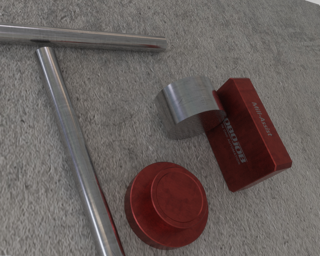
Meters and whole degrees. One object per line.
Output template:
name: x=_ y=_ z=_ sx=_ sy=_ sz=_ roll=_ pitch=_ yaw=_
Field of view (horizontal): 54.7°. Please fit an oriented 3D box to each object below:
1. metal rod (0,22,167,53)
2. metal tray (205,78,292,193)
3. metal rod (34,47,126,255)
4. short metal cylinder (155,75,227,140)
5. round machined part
metal rod: x=-0.125 y=-0.119 z=0.408 sx=0.303 sy=0.025 sz=0.025 roll=-5 pitch=64 yaw=-31
metal tray: x=0.106 y=0.009 z=0.412 sx=0.030 sy=0.090 sz=0.130 roll=-6 pitch=65 yaw=-31
metal rod: x=-0.085 y=0.038 z=0.334 sx=0.025 sy=0.025 sz=0.299 roll=-11 pitch=67 yaw=-33
short metal cylinder: x=0.039 y=-0.025 z=0.405 sx=0.081 sy=0.080 sz=0.050 roll=-7 pitch=65 yaw=-31
round machined part: x=0.013 y=0.083 z=0.349 sx=0.099 sy=0.042 sz=0.098 roll=14 pitch=56 yaw=-21
